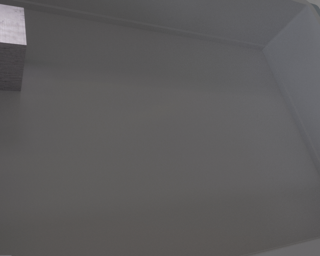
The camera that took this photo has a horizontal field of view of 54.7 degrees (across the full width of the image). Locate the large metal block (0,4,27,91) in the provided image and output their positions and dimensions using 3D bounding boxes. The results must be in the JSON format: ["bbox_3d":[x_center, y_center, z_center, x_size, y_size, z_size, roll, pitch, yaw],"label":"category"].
[{"bbox_3d":[-0.187,-0.083,0.320,0.081,0.080,0.050,-1,62,-29],"label":"large metal block"}]
